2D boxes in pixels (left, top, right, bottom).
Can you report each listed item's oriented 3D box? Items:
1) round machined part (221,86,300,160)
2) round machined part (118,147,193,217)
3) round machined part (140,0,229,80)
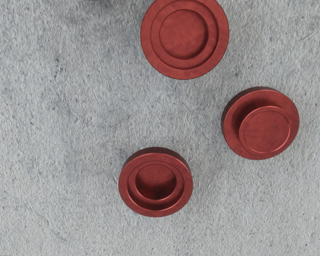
[{"bbox_3d":[0.132,-0.001,0.401,0.099,0.042,0.097,0,110,0],"label":"round machined part"},{"bbox_3d":[-0.006,0.070,0.426,0.099,0.042,0.097,0,110,0],"label":"round machined part"},{"bbox_3d":[0.027,-0.108,0.361,0.099,0.042,0.097,0,110,0],"label":"round machined part"}]
